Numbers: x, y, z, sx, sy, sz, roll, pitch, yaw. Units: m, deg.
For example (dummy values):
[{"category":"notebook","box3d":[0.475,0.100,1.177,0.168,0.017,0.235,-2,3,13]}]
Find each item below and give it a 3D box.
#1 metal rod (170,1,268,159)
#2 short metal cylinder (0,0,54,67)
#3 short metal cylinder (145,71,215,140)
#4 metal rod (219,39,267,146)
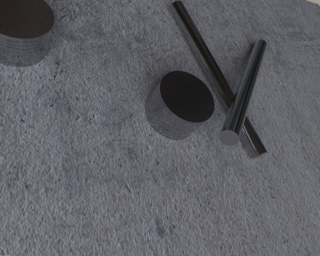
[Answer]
[{"category":"metal rod","box3d":[0.088,-0.088,0.504,0.025,0.025,0.299,-12,68,-33]},{"category":"short metal cylinder","box3d":[-0.172,-0.120,0.368,0.081,0.050,0.080,14,56,-21]},{"category":"short metal cylinder","box3d":[0.026,-0.030,0.420,0.081,0.050,0.080,14,56,-21]},{"category":"metal rod","box3d":[0.143,-0.075,0.500,0.025,0.025,0.301,37,43,-4]}]
